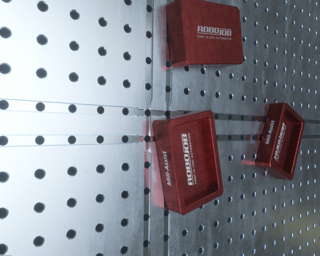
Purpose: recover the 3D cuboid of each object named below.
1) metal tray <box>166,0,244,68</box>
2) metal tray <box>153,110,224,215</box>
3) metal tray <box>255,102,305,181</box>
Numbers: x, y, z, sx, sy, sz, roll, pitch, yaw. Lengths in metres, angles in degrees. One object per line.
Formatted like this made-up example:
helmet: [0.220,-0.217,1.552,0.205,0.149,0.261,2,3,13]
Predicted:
metal tray: [0.071,-0.138,0.464,0.131,0.030,0.090,-10,97,-39]
metal tray: [0.043,0.045,0.440,0.091,0.030,0.129,-15,100,-39]
metal tray: [0.235,0.026,0.601,0.090,0.030,0.130,31,71,-36]
